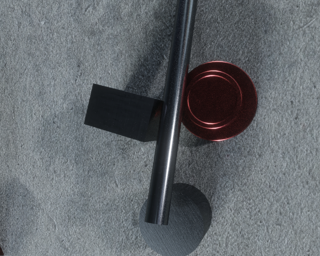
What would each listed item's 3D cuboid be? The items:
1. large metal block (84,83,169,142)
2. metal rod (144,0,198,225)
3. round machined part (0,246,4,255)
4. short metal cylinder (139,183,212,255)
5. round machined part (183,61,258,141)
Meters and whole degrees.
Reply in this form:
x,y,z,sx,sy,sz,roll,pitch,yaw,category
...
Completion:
x,y,z,sx,sy,sz,roll,pitch,yaw,category
-0.035,-0.019,0.392,0.080,0.080,0.050,16,96,19,large metal block
0.017,-0.043,0.362,0.025,0.025,0.299,4,76,20,metal rod
-0.296,0.220,0.504,0.098,0.042,0.097,0,90,20,round machined part
0.021,0.113,0.388,0.080,0.050,0.080,0,90,20,short metal cylinder
0.066,-0.033,0.377,0.098,0.042,0.097,0,90,19,round machined part
